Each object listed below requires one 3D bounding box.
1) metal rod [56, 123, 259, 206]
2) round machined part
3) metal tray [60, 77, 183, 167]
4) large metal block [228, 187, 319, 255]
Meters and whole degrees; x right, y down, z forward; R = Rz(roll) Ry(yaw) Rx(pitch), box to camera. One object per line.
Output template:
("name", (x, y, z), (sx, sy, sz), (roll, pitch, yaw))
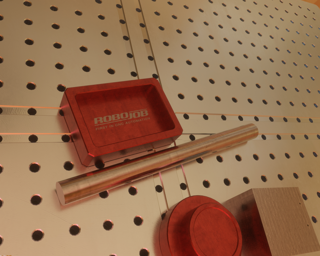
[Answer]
("metal rod", (0.021, 0.036, 0.397), (0.303, 0.025, 0.025), (-14, 69, -34))
("round machined part", (0.053, 0.123, 0.350), (0.099, 0.042, 0.098), (14, 56, -21))
("metal tray", (-0.045, -0.013, 0.387), (0.131, 0.030, 0.090), (-13, 69, -34))
("large metal block", (0.143, 0.122, 0.394), (0.081, 0.050, 0.080), (4, 60, -26))
